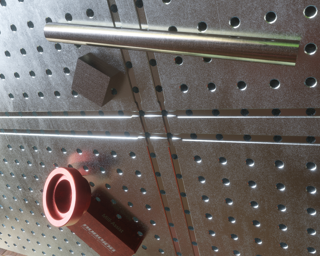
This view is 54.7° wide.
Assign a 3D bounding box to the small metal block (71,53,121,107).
[{"bbox_3d":[-0.087,-0.064,0.415,0.050,0.025,0.050,31,128,7],"label":"small metal block"}]

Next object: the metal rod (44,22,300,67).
[{"bbox_3d":[-0.006,-0.099,0.351,0.301,0.025,0.025,11,123,21],"label":"metal rod"}]

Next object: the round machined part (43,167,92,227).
[{"bbox_3d":[-0.156,0.117,0.532,0.098,0.042,0.097,-8,78,39],"label":"round machined part"}]

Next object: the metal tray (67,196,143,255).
[{"bbox_3d":[-0.108,0.197,0.584,0.130,0.030,0.090,41,129,-1],"label":"metal tray"}]
